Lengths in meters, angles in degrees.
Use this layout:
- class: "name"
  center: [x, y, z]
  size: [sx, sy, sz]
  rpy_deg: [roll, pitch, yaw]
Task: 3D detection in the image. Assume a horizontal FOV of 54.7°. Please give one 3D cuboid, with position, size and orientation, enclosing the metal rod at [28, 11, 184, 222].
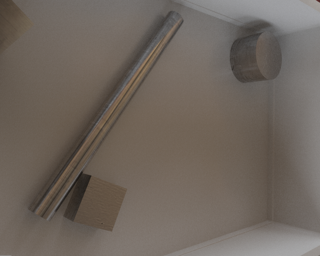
- class: "metal rod"
  center: [-0.050, -0.032, 0.366]
  size: [0.025, 0.025, 0.300]
  rpy_deg: [46, 63, -31]

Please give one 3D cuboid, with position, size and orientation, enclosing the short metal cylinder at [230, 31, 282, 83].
- class: "short metal cylinder"
  center: [0.165, -0.120, 0.532]
  size: [0.081, 0.050, 0.079]
  rpy_deg: [0, 90, -40]

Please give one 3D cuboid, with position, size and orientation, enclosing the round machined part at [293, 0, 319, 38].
- class: "round machined part"
  center: [0.327, -0.246, 0.676]
  size: [0.099, 0.042, 0.097]
  rpy_deg: [0, 90, -40]

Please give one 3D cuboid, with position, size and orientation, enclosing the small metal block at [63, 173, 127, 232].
- class: "small metal block"
  center: [-0.072, 0.084, 0.348]
  size: [0.050, 0.025, 0.050]
  rpy_deg: [30, 71, -36]

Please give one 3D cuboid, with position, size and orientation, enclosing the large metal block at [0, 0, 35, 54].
- class: "large metal block"
  center: [-0.157, -0.065, 0.237]
  size: [0.050, 0.080, 0.080]
  rpy_deg: [50, 57, -29]
